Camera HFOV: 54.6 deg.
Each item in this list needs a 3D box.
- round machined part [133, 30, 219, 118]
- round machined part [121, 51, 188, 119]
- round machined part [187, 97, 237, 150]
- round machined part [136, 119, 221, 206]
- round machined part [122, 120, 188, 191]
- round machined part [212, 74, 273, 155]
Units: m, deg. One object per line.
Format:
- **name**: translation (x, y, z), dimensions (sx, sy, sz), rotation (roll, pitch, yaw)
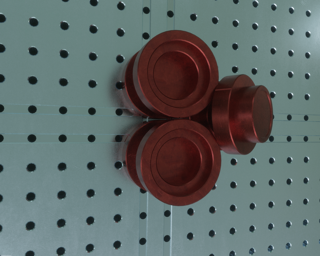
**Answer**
- **round machined part**: translation (0.015, -0.060, 0.364), dimensions (0.099, 0.042, 0.097), rotation (0, 90, -20)
- **round machined part**: translation (0.002, -0.060, 0.405), dimensions (0.099, 0.042, 0.097), rotation (0, 90, -20)
- **round machined part**: translation (0.087, -0.017, 0.435), dimensions (0.099, 0.042, 0.097), rotation (0, 90, -20)
- **round machined part**: translation (0.019, 0.038, 0.365), dimensions (0.099, 0.042, 0.097), rotation (0, 90, -20)
- **round machined part**: translation (0.003, 0.038, 0.405), dimensions (0.099, 0.042, 0.097), rotation (0, 90, -20)
- **round machined part**: translation (0.105, -0.016, 0.374), dimensions (0.099, 0.042, 0.097), rotation (1, 89, -52)
